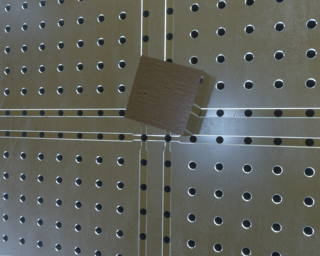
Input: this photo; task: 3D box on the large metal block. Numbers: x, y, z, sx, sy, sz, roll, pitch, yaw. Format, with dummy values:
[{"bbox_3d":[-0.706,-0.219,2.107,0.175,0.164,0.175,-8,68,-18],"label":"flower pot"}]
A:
[{"bbox_3d":[0.011,-0.040,0.395,0.080,0.050,0.080,18,96,18],"label":"large metal block"}]
